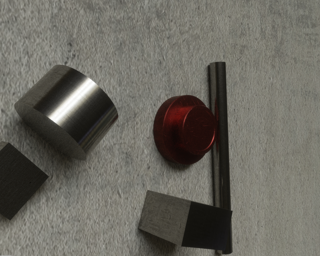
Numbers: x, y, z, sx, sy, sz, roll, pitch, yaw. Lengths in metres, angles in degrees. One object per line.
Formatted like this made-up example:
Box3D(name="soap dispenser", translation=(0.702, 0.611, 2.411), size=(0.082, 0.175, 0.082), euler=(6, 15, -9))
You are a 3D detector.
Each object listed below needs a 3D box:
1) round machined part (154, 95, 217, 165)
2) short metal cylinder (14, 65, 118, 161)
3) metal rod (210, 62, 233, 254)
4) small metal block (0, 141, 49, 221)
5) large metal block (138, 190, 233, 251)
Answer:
Box3D(name="round machined part", translation=(0.042, 0.003, 0.431), size=(0.099, 0.042, 0.097), euler=(0, 90, -40))
Box3D(name="short metal cylinder", translation=(-0.088, -0.013, 0.297), size=(0.080, 0.080, 0.050), euler=(50, 60, -29))
Box3D(name="metal rod", translation=(0.097, 0.048, 0.488), size=(0.025, 0.025, 0.298), euler=(-5, 93, -40))
Box3D(name="small metal block", translation=(-0.143, 0.048, 0.286), size=(0.050, 0.025, 0.050), euler=(52, 60, -28))
Box3D(name="large metal block", translation=(0.032, 0.118, 0.399), size=(0.080, 0.080, 0.050), euler=(23, 76, -38))
